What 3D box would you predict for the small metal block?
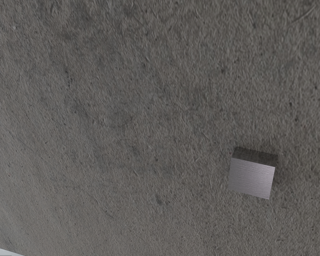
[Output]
[{"bbox_3d":[0.113,0.055,0.381,0.050,0.025,0.050,11,123,22],"label":"small metal block"}]
